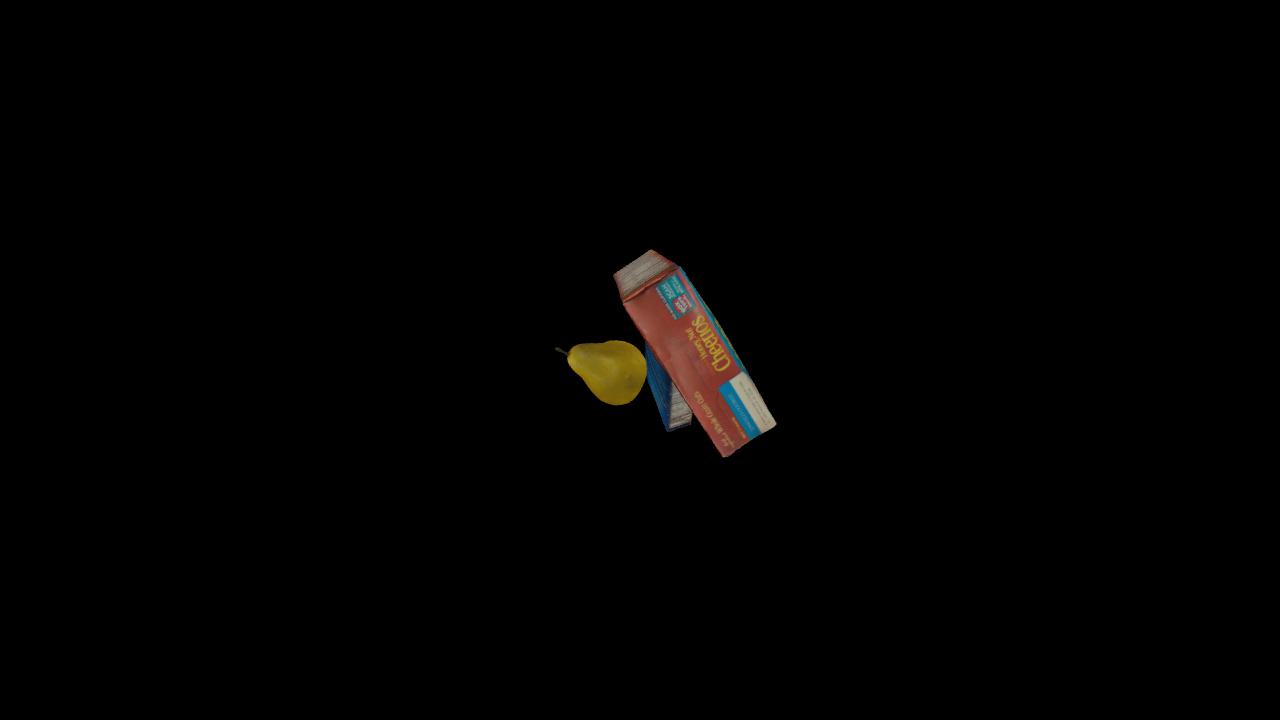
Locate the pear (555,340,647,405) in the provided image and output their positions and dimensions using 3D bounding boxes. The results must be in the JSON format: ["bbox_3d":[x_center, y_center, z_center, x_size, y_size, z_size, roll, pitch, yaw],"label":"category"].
[{"bbox_3d":[-0.049,0.007,0.725,0.111,0.080,0.080,25,-5,-10],"label":"pear"}]

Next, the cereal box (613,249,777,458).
[{"bbox_3d":[0.054,-0.028,0.769,0.081,0.203,0.306,-33,13,3],"label":"cereal box"}]

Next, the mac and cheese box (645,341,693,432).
[{"bbox_3d":[0.036,0.012,0.747,0.041,0.093,0.184,-18,-24,-7],"label":"mac and cheese box"}]
